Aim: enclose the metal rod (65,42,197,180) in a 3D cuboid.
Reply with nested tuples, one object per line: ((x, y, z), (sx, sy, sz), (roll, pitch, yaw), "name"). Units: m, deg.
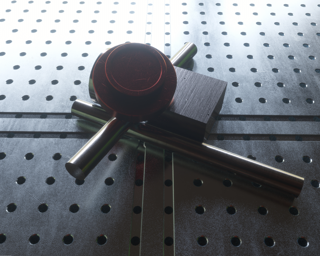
((-0.018, -0.044, 0.419), (0.025, 0.025, 0.301), (22, 46, 17), "metal rod")

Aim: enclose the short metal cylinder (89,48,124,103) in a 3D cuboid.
((-0.053, -0.064, 0.424), (0.050, 0.080, 0.080), (20, 53, 15), "short metal cylinder")

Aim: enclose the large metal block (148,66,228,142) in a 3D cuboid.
((0.035, -0.030, 0.413), (0.080, 0.050, 0.080), (20, 53, 16), "large metal block")

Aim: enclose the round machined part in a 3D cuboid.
((-0.029, -0.059, 0.361), (0.099, 0.042, 0.098), (3, 70, -7), "round machined part")

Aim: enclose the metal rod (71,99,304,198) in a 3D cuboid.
((0.022, 0.020, 0.390), (0.301, 0.025, 0.025), (19, 53, 15), "metal rod")
